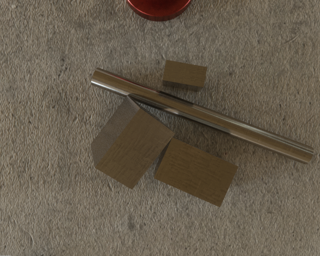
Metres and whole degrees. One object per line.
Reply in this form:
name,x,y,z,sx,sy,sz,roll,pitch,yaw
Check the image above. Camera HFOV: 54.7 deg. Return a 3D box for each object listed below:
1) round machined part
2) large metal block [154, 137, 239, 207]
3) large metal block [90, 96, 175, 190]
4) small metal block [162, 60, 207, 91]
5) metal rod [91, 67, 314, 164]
round machined part,-0.001,-0.194,0.401,0.099,0.042,0.097,0,90,-1
large metal block,0.040,0.049,0.383,0.080,0.080,0.050,24,90,-1
large metal block,-0.037,0.014,0.374,0.050,0.080,0.080,36,93,-22
small metal block,0.030,-0.066,0.398,0.050,0.050,0.025,10,90,-1
metal rod,0.056,-0.016,0.410,0.301,0.025,0.025,20,90,-1
